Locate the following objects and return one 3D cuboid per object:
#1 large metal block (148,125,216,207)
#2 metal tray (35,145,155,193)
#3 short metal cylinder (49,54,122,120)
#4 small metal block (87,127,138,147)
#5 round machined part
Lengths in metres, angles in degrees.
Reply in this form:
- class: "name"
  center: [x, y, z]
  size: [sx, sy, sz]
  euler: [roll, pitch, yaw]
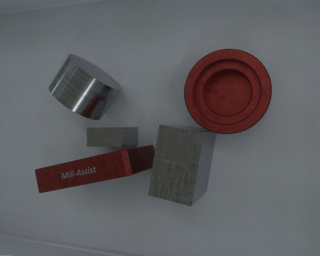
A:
- class: "large metal block"
  center: [0.030, 0.039, 0.370]
  size: [0.050, 0.080, 0.079]
  euler: [10, 94, 19]
- class: "metal tray"
  center: [-0.080, 0.052, 0.402]
  size: [0.130, 0.090, 0.030]
  euler: [-14, 86, 19]
- class: "short metal cylinder"
  center: [-0.099, -0.055, 0.415]
  size: [0.080, 0.080, 0.050]
  euler: [40, 103, 15]
- class: "small metal block"
  center: [-0.063, 0.012, 0.418]
  size: [0.050, 0.050, 0.025]
  euler: [-1, 90, 19]
- class: "round machined part"
  center: [0.082, -0.042, 0.372]
  size: [0.098, 0.042, 0.097]
  euler: [0, 89, 19]
